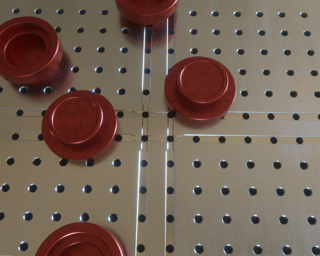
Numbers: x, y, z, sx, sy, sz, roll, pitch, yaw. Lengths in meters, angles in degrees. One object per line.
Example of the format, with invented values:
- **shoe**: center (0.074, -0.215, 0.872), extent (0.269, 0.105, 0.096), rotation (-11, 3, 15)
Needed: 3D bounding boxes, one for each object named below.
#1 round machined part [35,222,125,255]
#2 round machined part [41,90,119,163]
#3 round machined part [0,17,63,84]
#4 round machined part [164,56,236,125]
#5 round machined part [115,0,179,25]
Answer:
- **round machined part**: center (-0.086, 0.157, 0.345), extent (0.099, 0.042, 0.098), rotation (0, 70, 0)
- **round machined part**: center (-0.106, -0.006, 0.405), extent (0.099, 0.042, 0.098), rotation (0, 70, 0)
- **round machined part**: center (-0.187, -0.105, 0.440), extent (0.099, 0.042, 0.098), rotation (0, 70, 0)
- **round machined part**: center (0.055, -0.057, 0.424), extent (0.099, 0.042, 0.098), rotation (0, 70, 0)
- **round machined part**: center (-0.019, -0.199, 0.475), extent (0.099, 0.042, 0.098), rotation (0, 70, 0)
